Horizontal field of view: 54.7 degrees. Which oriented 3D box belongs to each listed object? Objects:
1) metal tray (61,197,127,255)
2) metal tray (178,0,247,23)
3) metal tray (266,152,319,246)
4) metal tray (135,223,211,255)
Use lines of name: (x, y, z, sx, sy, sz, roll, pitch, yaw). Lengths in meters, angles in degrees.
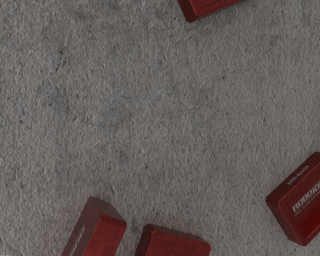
metal tray: (-0.087, 0.149, 0.342, 0.030, 0.090, 0.130, 27, 81, -18)
metal tray: (0.080, -0.214, 0.435, 0.131, 0.030, 0.090, -28, 99, -18)
metal tray: (0.241, 0.110, 0.495, 0.131, 0.030, 0.090, -36, 102, -16)
metal tray: (0.005, 0.202, 0.408, 0.091, 0.030, 0.129, 21, 83, -19)
